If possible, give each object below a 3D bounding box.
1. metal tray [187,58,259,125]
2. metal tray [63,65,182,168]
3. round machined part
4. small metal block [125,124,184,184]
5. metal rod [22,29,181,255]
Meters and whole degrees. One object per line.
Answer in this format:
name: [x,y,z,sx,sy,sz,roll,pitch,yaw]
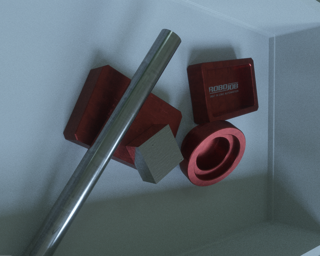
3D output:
metal tray: [0.104,-0.061,0.492,0.131,0.030,0.089,-15,100,-39]
metal tray: [-0.038,-0.005,0.374,0.131,0.030,0.090,30,71,-36]
round machined part: [0.069,0.031,0.438,0.099,0.042,0.097,-17,127,-23]
small metal block: [-0.005,0.029,0.365,0.050,0.025,0.050,-38,113,-34]
metal rod: [-0.062,0.027,0.317,0.025,0.025,0.299,36,79,-35]
